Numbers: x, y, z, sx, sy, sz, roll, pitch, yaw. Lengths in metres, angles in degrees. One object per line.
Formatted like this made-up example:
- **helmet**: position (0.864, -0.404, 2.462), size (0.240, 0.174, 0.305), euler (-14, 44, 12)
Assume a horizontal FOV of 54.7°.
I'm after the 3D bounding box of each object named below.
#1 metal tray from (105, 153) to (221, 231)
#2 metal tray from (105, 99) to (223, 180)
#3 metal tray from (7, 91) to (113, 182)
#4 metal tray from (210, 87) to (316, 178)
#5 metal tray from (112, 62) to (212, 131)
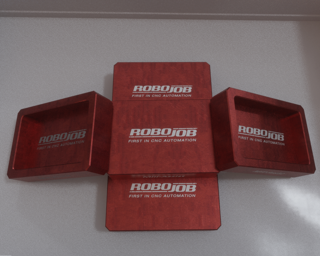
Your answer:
- **metal tray**: position (0.004, 0.078, 0.375), size (0.131, 0.030, 0.090), euler (0, 70, -1)
- **metal tray**: position (0.004, 0.013, 0.368), size (0.131, 0.030, 0.090), euler (-1, 70, -1)
- **metal tray**: position (-0.120, 0.014, 0.367), size (0.130, 0.030, 0.090), euler (-9, 69, 28)
- **metal tray**: position (0.124, 0.009, 0.369), size (0.131, 0.030, 0.090), euler (9, 68, -28)
- **metal tray**: position (0.003, -0.043, 0.420), size (0.131, 0.030, 0.090), euler (0, 70, -1)
